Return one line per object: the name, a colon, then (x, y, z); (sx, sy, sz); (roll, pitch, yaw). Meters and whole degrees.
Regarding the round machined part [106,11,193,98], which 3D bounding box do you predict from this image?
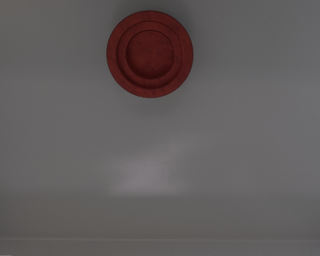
round machined part: (-0.011, -0.088, 0.370); (0.099, 0.042, 0.097); (0, 110, 0)
